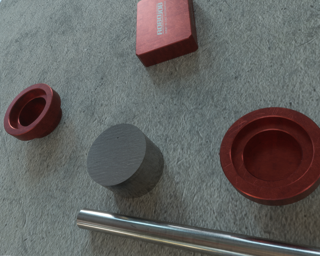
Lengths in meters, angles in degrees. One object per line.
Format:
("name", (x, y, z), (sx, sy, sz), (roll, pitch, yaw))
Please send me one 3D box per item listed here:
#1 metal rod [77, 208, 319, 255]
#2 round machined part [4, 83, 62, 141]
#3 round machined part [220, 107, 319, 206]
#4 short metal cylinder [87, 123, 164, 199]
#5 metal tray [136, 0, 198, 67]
("metal rod", (0.039, 0.113, 0.313), (0.300, 0.025, 0.025), (1, 62, 28))
("round machined part", (-0.203, -0.022, 0.510), (0.098, 0.042, 0.098), (-13, 56, 20))
("round machined part", (0.114, 0.031, 0.314), (0.098, 0.042, 0.098), (-13, 56, 20))
("short metal cylinder", (-0.042, 0.041, 0.383), (0.080, 0.050, 0.080), (-13, 56, 20))
("metal tray", (0.009, -0.166, 0.497), (0.090, 0.030, 0.130), (-14, 56, 19))
